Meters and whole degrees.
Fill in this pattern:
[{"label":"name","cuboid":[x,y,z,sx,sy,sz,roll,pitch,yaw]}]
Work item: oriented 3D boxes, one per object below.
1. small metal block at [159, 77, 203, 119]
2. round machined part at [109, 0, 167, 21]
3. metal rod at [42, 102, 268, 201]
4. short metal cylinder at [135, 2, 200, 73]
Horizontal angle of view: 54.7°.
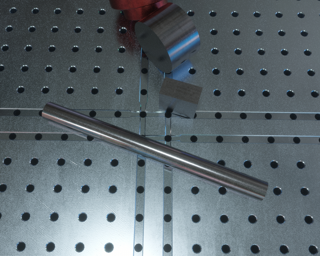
[{"label":"small metal block","cuboid":[0.026,-0.039,0.413,0.050,0.050,0.025,17,71,6]},{"label":"round machined part","cuboid":[-0.025,-0.192,0.456,0.098,0.042,0.098,-10,36,8]},{"label":"metal rod","cuboid":[-0.011,0.027,0.401,0.301,0.025,0.025,20,71,6]},{"label":"short metal cylinder","cuboid":[0.010,-0.123,0.428,0.050,0.080,0.080,-38,75,-13]}]
